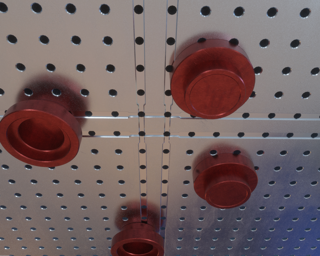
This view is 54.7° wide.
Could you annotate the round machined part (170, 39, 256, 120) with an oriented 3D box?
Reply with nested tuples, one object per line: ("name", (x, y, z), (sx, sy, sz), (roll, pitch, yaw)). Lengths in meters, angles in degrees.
("round machined part", (0.061, -0.049, 0.360), (0.099, 0.042, 0.097), (0, 130, 0))

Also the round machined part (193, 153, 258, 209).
("round machined part", (0.102, 0.088, 0.477), (0.099, 0.042, 0.097), (-1, 130, 0))

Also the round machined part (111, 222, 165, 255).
("round machined part", (-0.041, 0.215, 0.583), (0.099, 0.042, 0.097), (-1, 130, 0))

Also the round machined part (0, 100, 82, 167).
("round machined part", (-0.150, 0.003, 0.401), (0.099, 0.042, 0.097), (-1, 130, 0))
